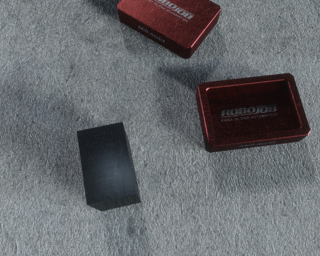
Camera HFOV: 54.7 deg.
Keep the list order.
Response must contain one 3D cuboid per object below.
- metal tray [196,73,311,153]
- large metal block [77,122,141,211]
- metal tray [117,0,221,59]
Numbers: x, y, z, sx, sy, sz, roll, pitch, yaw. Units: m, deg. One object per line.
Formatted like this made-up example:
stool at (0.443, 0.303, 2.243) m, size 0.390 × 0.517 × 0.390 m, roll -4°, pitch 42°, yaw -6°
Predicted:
metal tray at (0.120, -0.021, 0.413) m, size 0.131 × 0.030 × 0.090 m, roll -7°, pitch 70°, yaw -3°
large metal block at (-0.057, 0.048, 0.361) m, size 0.050 × 0.080 × 0.080 m, roll -12°, pitch 71°, yaw -4°
metal tray at (0.013, -0.173, 0.469) m, size 0.130 × 0.030 × 0.090 m, roll 33°, pitch 73°, yaw 11°
